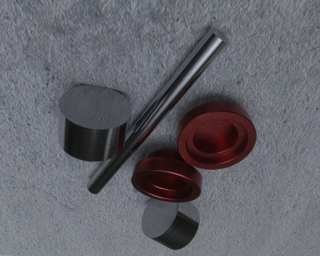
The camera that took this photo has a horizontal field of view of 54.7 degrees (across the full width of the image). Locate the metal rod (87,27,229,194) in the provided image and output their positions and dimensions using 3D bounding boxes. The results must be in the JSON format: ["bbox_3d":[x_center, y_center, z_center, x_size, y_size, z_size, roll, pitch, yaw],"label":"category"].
[{"bbox_3d":[-0.020,-0.002,0.404,0.025,0.025,0.298,27,125,-21],"label":"metal rod"}]

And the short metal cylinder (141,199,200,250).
[{"bbox_3d":[0.016,0.146,0.496,0.080,0.080,0.050,-36,122,26],"label":"short metal cylinder"}]

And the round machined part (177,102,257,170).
[{"bbox_3d":[0.070,0.006,0.401,0.099,0.042,0.097,-1,129,-1],"label":"round machined part"}]

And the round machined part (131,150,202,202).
[{"bbox_3d":[0.011,0.066,0.441,0.099,0.042,0.097,8,145,6],"label":"round machined part"}]

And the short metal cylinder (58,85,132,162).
[{"bbox_3d":[-0.077,-0.007,0.364,0.081,0.080,0.050,10,129,-9],"label":"short metal cylinder"}]
